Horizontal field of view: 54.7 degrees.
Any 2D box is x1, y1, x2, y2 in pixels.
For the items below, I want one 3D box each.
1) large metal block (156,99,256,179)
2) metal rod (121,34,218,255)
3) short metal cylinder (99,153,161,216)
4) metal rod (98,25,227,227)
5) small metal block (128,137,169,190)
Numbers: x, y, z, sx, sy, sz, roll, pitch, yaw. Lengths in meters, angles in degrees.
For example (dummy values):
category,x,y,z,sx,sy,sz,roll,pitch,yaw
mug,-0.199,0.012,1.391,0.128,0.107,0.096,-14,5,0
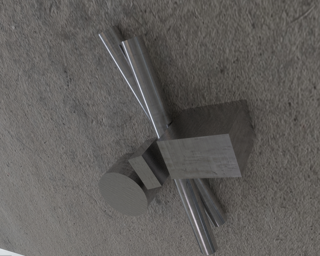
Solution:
category,x,y,z,sx,sy,sz,roll,pitch,yaw
large metal block,0.055,0.012,0.350,0.080,0.080,0.050,-8,115,31
metal rod,0.018,0.034,0.386,0.025,0.025,0.298,-9,111,32
short metal cylinder,-0.044,0.085,0.466,0.080,0.050,0.079,13,124,21
metal rod,0.011,0.008,0.406,0.025,0.025,0.299,-20,108,35
small metal block,-0.009,0.047,0.425,0.025,0.050,0.050,-22,107,36
